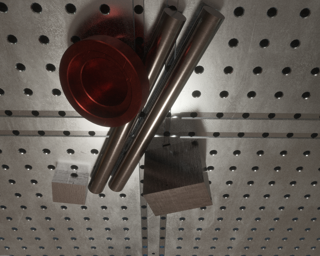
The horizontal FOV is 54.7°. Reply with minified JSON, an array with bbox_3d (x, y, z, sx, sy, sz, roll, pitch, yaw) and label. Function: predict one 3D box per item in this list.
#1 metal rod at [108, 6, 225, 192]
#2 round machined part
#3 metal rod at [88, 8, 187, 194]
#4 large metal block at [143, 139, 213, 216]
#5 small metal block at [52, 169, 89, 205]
[{"bbox_3d":[-0.007,-0.013,0.400,0.025,0.025,0.298,19,128,-16],"label":"metal rod"},{"bbox_3d":[-0.056,-0.053,0.340,0.098,0.042,0.097,11,122,18],"label":"round machined part"},{"bbox_3d":[-0.043,-0.010,0.402,0.025,0.025,0.298,18,128,-15],"label":"metal rod"},{"bbox_3d":[0.024,0.068,0.434,0.080,0.080,0.050,-14,129,11],"label":"large metal block"},{"bbox_3d":[-0.142,0.094,0.490,0.050,0.025,0.050,8,130,-7],"label":"small metal block"}]
